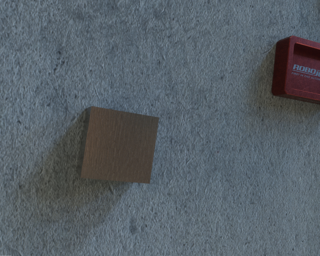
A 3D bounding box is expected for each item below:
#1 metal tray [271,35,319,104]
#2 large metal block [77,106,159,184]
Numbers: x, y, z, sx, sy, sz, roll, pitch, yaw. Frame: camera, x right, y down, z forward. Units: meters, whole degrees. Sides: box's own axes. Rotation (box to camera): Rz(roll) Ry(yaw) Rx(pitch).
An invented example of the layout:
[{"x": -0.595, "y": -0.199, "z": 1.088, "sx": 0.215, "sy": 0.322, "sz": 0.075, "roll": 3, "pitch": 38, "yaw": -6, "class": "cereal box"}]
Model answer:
[{"x": 0.246, "y": -0.088, "z": 0.499, "sx": 0.131, "sy": 0.030, "sz": 0.089, "roll": 7, "pitch": 88, "yaw": -20, "class": "metal tray"}, {"x": -0.053, "y": 0.021, "z": 0.377, "sx": 0.081, "sy": 0.050, "sz": 0.080, "roll": 9, "pitch": 87, "yaw": -20, "class": "large metal block"}]
